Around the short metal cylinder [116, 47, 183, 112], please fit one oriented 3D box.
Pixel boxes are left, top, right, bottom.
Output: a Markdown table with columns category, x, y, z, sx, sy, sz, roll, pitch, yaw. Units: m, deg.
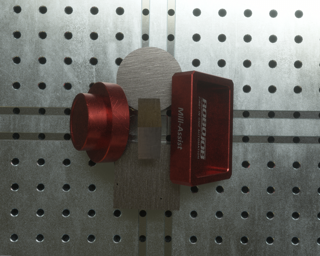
| category | x | y | z | sx | sy | sz | roll | pitch | yaw |
| --- | --- | --- | --- | --- | --- | --- | --- | --- | --- |
| short metal cylinder | -0.012 | -0.059 | 0.400 | 0.081 | 0.050 | 0.080 | 0 | 90 | 0 |

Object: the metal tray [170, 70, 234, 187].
| category | x | y | z | sx | sy | sz | roll | pitch | yaw |
| --- | --- | --- | --- | --- | --- | --- | --- | --- | --- |
| metal tray | 0.054 | 0.001 | 0.382 | 0.030 | 0.091 | 0.129 | 1 | 90 | 43 |

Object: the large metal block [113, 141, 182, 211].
| category | x | y | z | sx | sy | sz | roll | pitch | yaw |
| --- | --- | --- | --- | --- | --- | --- | --- | --- | --- |
| large metal block | -0.015 | 0.059 | 0.400 | 0.081 | 0.050 | 0.080 | 2 | 90 | 0 |

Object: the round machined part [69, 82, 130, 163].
| category | x | y | z | sx | sy | sz | roll | pitch | yaw |
| --- | --- | --- | --- | --- | --- | --- | --- | --- | --- |
| round machined part | -0.078 | -0.007 | 0.372 | 0.042 | 0.098 | 0.097 | 1 | 90 | -33 |

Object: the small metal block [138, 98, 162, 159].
| category | x | y | z | sx | sy | sz | roll | pitch | yaw |
| --- | --- | --- | --- | --- | --- | --- | --- | --- | --- |
| small metal block | -0.013 | 0.001 | 0.358 | 0.025 | 0.050 | 0.050 | 0 | 132 | -3 |
